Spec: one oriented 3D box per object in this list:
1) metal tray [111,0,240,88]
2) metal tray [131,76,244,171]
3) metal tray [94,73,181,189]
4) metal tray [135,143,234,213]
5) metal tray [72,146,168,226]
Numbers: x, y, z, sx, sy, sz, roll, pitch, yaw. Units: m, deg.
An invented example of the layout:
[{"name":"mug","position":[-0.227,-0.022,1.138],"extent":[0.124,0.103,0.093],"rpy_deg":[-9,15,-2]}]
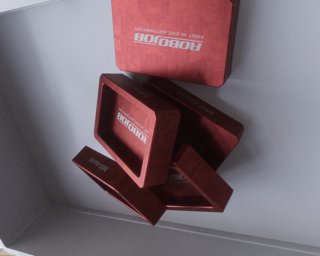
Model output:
[{"name":"metal tray","position":[0.013,-0.100,0.335],"extent":[0.130,0.030,0.089],"rpy_deg":[13,124,20]},{"name":"metal tray","position":[0.026,0.002,0.392],"extent":[0.130,0.030,0.089],"rpy_deg":[32,128,6]},{"name":"metal tray","position":[-0.034,-0.003,0.362],"extent":[0.130,0.030,0.089],"rpy_deg":[37,124,46]},{"name":"metal tray","position":[0.018,0.068,0.401],"extent":[0.090,0.030,0.130],"rpy_deg":[46,149,-16]},{"name":"metal tray","position":[-0.059,0.077,0.430],"extent":[0.130,0.030,0.090],"rpy_deg":[17,151,50]}]
